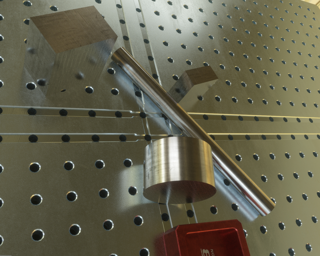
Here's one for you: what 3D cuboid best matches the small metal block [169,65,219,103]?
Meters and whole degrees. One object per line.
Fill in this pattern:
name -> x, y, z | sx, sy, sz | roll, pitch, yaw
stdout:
small metal block -> 0.049, -0.064, 0.457 | 0.050, 0.050, 0.025 | -19, 72, -35

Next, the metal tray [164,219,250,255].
metal tray -> 0.061, 0.170, 0.333 | 0.091, 0.030, 0.130 | 4, 60, -27

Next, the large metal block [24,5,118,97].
large metal block -> -0.108, -0.092, 0.370 | 0.081, 0.080, 0.050 | -30, 79, -38

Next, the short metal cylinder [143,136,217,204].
short metal cylinder -> 0.021, 0.051, 0.353 | 0.081, 0.080, 0.050 | 12, 57, -22

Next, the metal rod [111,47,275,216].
metal rod -> 0.043, 0.002, 0.429 | 0.300, 0.025, 0.025 | 46, 51, 4
